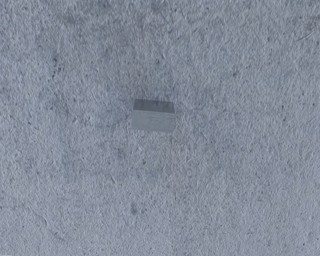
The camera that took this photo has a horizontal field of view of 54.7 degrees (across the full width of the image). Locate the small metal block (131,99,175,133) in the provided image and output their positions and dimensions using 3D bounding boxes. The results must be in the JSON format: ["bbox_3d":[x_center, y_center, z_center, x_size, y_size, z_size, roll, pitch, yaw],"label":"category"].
[{"bbox_3d":[-0.009,-0.016,0.391,0.050,0.050,0.025,5,110,-2],"label":"small metal block"}]
